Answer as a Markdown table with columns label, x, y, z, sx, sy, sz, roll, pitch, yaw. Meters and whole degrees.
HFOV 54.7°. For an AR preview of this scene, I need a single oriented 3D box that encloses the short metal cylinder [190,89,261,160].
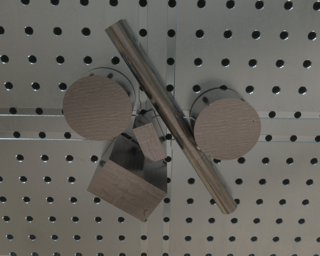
| label | x | y | z | sx | sy | sz | roll | pitch | yaw |
| --- | --- | --- | --- | --- | --- | --- | --- | --- | --- |
| short metal cylinder | 0.081 | -0.006 | 0.395 | 0.081 | 0.050 | 0.079 | 0 | 110 | 0 |

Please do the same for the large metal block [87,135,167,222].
| label | x | y | z | sx | sy | sz | roll | pitch | yaw |
| --- | --- | --- | --- | --- | --- | --- | --- | --- | --- |
| large metal block | -0.038 | 0.061 | 0.401 | 0.080 | 0.080 | 0.050 | 33 | 108 | -11 |

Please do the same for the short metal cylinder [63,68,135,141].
| label | x | y | z | sx | sy | sz | roll | pitch | yaw |
| --- | --- | --- | --- | --- | --- | --- | --- | --- | --- |
| short metal cylinder | -0.073 | -0.030 | 0.384 | 0.081 | 0.050 | 0.079 | 0 | 110 | 0 |

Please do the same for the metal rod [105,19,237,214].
| label | x | y | z | sx | sy | sz | roll | pitch | yaw |
| --- | --- | --- | --- | --- | --- | --- | --- | --- | --- |
| metal rod | 0.024 | -0.002 | 0.409 | 0.025 | 0.025 | 0.299 | -30 | 108 | 10 |

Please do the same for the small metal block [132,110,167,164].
| label | x | y | z | sx | sy | sz | roll | pitch | yaw |
| --- | --- | --- | --- | --- | --- | --- | --- | --- | --- |
| small metal block | -0.012 | 0.010 | 0.399 | 0.025 | 0.050 | 0.050 | -20 | 109 | 7 |
